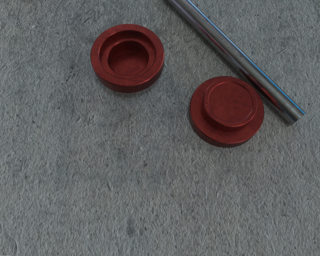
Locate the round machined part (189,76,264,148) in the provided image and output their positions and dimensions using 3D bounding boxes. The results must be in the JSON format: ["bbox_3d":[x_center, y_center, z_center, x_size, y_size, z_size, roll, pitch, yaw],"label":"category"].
[{"bbox_3d":[0.089,-0.026,0.409,0.099,0.042,0.098,0,70,0],"label":"round machined part"}]

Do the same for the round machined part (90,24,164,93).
[{"bbox_3d":[-0.044,-0.092,0.432,0.099,0.042,0.098,0,70,0],"label":"round machined part"}]

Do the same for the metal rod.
[{"bbox_3d":[0.092,-0.122,0.453,0.025,0.025,0.300,-37,74,-12],"label":"metal rod"}]
